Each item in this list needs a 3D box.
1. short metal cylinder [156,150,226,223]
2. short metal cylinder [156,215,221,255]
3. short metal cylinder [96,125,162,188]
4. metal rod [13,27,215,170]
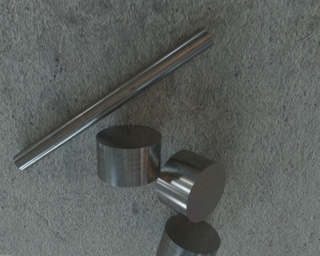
[{"bbox_3d":[0.042,0.074,0.402,0.081,0.050,0.079,-22,122,-40],"label":"short metal cylinder"},{"bbox_3d":[0.040,0.170,0.444,0.080,0.080,0.050,14,110,-5],"label":"short metal cylinder"},{"bbox_3d":[-0.039,0.033,0.392,0.081,0.080,0.050,1,110,-1],"label":"short metal cylinder"},{"bbox_3d":[-0.066,-0.031,0.397,0.300,0.025,0.025,-32,107,11],"label":"metal rod"}]
